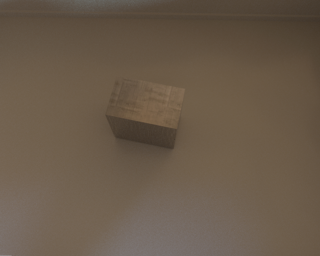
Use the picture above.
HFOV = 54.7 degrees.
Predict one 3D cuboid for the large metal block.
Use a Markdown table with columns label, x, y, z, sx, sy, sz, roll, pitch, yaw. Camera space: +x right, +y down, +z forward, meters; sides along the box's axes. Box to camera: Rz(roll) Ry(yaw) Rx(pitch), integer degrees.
| label | x | y | z | sx | sy | sz | roll | pitch | yaw |
| --- | --- | --- | --- | --- | --- | --- | --- | --- | --- |
| large metal block | -0.016 | -0.016 | 0.384 | 0.080 | 0.080 | 0.050 | 12 | 71 | 4 |
